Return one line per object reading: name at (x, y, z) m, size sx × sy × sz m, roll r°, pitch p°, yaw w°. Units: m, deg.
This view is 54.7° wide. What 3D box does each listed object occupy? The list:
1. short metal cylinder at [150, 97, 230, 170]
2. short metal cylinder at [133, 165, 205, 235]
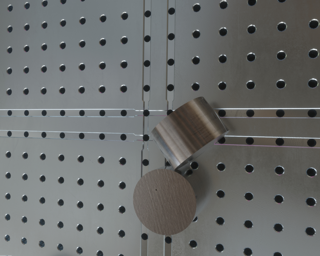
short metal cylinder at (0.035, 0.007, 0.371) m, size 0.080 × 0.080 × 0.050 m, roll -39°, pitch 78°, yaw 16°
short metal cylinder at (0.013, 0.089, 0.395) m, size 0.080 × 0.050 × 0.079 m, roll 0°, pitch 90°, yaw 20°
